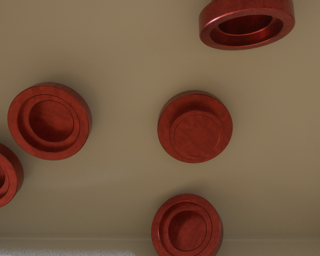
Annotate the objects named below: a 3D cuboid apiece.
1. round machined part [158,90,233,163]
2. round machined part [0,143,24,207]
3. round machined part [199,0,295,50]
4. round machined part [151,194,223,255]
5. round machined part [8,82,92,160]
[{"bbox_3d":[0.046,0.003,0.404,0.099,0.042,0.097,0,110,0],"label":"round machined part"},{"bbox_3d":[-0.235,0.058,0.422,0.099,0.042,0.097,0,110,0],"label":"round machined part"},{"bbox_3d":[0.091,-0.123,0.335,0.099,0.098,0.042,-2,82,0],"label":"round machined part"},{"bbox_3d":[0.041,0.146,0.437,0.098,0.098,0.042,-25,143,8],"label":"round machined part"},{"bbox_3d":[-0.136,-0.011,0.397,0.099,0.042,0.097,0,110,0],"label":"round machined part"}]
